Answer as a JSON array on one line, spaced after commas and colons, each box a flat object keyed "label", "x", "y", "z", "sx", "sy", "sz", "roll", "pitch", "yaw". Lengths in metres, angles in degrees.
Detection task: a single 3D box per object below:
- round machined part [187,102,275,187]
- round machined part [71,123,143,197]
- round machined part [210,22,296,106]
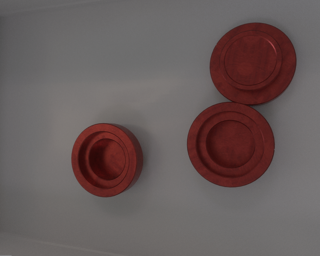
[{"label": "round machined part", "x": 0.085, "y": 0.019, "z": 0.371, "sx": 0.098, "sy": 0.042, "sz": 0.097, "roll": 0, "pitch": 90, "yaw": 20}, {"label": "round machined part", "x": -0.068, "y": 0.042, "z": 0.425, "sx": 0.098, "sy": 0.042, "sz": 0.097, "roll": 0, "pitch": 90, "yaw": 20}, {"label": "round machined part", "x": 0.107, "y": -0.075, "z": 0.364, "sx": 0.098, "sy": 0.042, "sz": 0.097, "roll": 0, "pitch": 90, "yaw": 20}]
